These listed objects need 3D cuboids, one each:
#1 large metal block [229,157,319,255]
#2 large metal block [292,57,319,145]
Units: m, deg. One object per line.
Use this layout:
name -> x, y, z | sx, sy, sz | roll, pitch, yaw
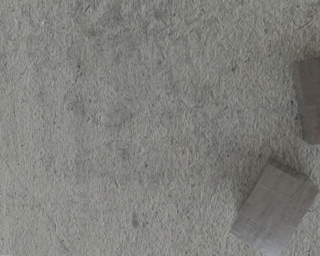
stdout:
large metal block -> 0.122, 0.081, 0.336 | 0.050, 0.080, 0.080 | 29, 100, 17
large metal block -> 0.172, -0.028, 0.319 | 0.050, 0.080, 0.080 | -10, 87, 20
